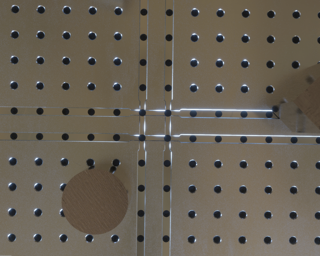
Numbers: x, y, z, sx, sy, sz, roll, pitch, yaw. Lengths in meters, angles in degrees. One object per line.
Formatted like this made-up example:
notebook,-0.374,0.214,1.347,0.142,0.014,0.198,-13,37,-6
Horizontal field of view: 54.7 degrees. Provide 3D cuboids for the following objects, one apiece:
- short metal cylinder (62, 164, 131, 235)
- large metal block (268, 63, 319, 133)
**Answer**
short metal cylinder,-0.079,0.089,0.400,0.081,0.050,0.079,0,90,-1
large metal block,0.196,-0.039,0.389,0.080,0.080,0.050,-43,91,0
